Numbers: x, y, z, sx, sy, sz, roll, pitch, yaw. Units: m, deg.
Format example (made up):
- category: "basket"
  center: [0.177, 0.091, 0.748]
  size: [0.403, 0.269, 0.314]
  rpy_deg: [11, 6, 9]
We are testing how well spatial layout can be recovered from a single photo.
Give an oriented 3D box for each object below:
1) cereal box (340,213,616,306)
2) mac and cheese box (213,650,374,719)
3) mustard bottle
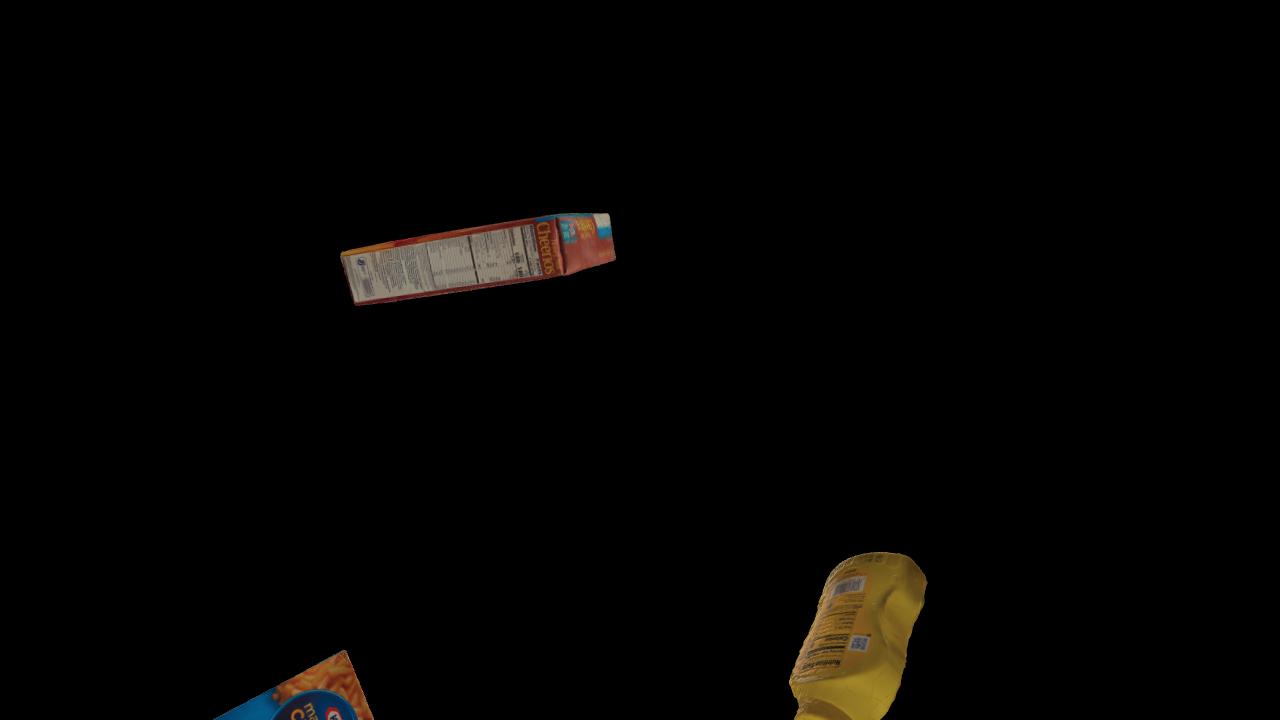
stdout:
- category: "cereal box"
  center: [-0.205, -0.141, 0.832]
  size: [0.306, 0.081, 0.203]
  rpy_deg: [-6, 13, 17]
- category: "mac and cheese box"
  center: [-0.252, 0.267, 0.377]
  size: [0.041, 0.093, 0.184]
  rpy_deg: [-36, -12, 25]
- category: "mustard bottle"
  center: [0.161, 0.230, 0.476]
  size: [0.092, 0.054, 0.184]
  rpy_deg: [-30, 7, 42]
